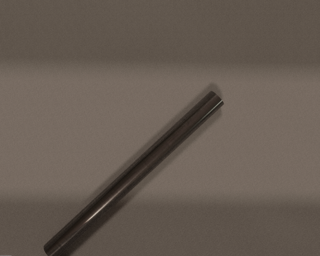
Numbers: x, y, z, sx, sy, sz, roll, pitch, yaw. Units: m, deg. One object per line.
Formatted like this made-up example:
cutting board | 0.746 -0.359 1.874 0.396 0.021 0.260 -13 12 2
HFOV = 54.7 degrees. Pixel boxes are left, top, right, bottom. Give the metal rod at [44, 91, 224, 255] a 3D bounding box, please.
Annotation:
metal rod | -0.034 0.062 0.411 0.300 0.025 0.025 -43 91 -1
